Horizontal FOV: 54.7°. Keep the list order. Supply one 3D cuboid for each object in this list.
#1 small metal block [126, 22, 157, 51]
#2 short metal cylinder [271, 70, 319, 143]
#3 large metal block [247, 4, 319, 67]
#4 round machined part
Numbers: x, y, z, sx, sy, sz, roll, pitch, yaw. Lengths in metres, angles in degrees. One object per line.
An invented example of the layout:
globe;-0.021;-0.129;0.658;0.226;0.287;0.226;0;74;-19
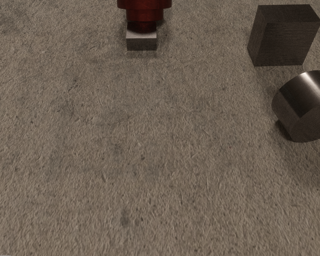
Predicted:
small metal block;-0.031;-0.160;0.537;0.050;0.025;0.050;-1;50;-1
short metal cylinder;0.191;-0.026;0.392;0.081;0.080;0.050;-11;51;-10
large metal block;0.193;-0.146;0.493;0.081;0.080;0.050;-2;50;-2
round machined part;-0.028;-0.219;0.562;0.099;0.042;0.098;0;27;0
